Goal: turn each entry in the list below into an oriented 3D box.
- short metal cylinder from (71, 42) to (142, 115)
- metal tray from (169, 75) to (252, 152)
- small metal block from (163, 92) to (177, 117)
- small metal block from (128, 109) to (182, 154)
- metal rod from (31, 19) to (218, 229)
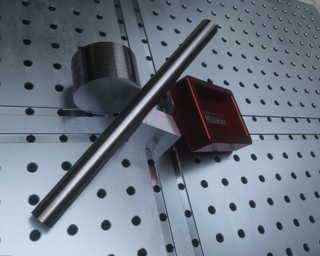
[{"bbox_3d":[-0.065,-0.058,0.374,0.081,0.080,0.050,2,61,-27],"label":"short metal cylinder"},{"bbox_3d":[0.073,-0.015,0.419,0.131,0.030,0.090,5,62,-53],"label":"metal tray"},{"bbox_3d":[0.033,-0.038,0.451,0.050,0.025,0.050,7,59,-25],"label":"small metal block"},{"bbox_3d":[-0.006,0.003,0.388,0.050,0.050,0.025,21,54,-16],"label":"small metal block"},{"bbox_3d":[-0.025,-0.021,0.349,0.025,0.025,0.301,40,69,-2],"label":"metal rod"}]
